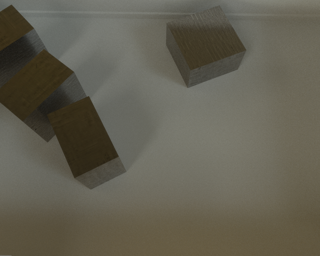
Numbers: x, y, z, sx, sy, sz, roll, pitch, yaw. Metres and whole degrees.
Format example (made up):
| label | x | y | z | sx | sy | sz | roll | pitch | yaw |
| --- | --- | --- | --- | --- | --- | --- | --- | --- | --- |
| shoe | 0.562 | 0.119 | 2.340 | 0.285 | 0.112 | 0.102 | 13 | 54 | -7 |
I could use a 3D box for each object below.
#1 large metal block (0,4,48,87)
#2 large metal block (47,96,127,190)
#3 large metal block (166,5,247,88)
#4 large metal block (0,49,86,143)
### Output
| label | x | y | z | sx | sy | sz | roll | pitch | yaw |
| --- | --- | --- | --- | --- | --- | --- | --- | --- | --- |
| large metal block | -0.202 | -0.101 | 0.416 | 0.080 | 0.080 | 0.050 | -41 | 75 | -13 |
| large metal block | -0.084 | 0.021 | 0.372 | 0.050 | 0.080 | 0.080 | -26 | 72 | -9 |
| large metal block | 0.062 | -0.114 | 0.438 | 0.080 | 0.050 | 0.080 | -21 | 72 | -8 |
| large metal block | -0.145 | -0.038 | 0.393 | 0.050 | 0.080 | 0.080 | 37 | 74 | 12 |
